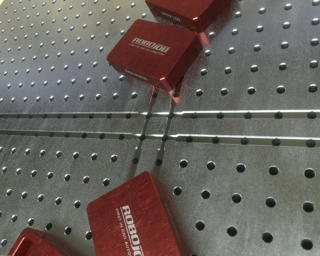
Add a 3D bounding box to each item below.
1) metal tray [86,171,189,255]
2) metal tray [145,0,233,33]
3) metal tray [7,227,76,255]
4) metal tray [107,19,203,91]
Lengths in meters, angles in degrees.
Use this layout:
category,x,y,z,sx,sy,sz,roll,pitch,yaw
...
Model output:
category,x,y,z,sx,sy,sz,roll,pitch,yaw
metal tray,-0.025,0.124,0.341,0.090,0.030,0.130,-31,52,8
metal tray,0.048,-0.216,0.511,0.090,0.030,0.130,-48,52,-6
metal tray,-0.136,0.186,0.360,0.130,0.030,0.090,17,70,34
metal tray,-0.011,-0.117,0.481,0.130,0.030,0.090,27,76,36
